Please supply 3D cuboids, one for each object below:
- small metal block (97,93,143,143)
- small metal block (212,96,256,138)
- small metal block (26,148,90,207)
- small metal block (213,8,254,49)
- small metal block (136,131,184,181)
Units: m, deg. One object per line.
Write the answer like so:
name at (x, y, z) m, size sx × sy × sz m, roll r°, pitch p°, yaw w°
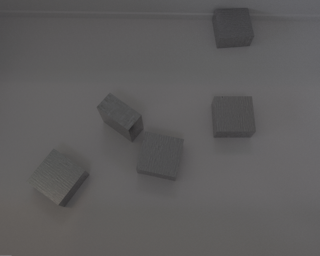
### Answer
small metal block at (-0.050, -0.012, 0.400) m, size 0.050 × 0.050 × 0.025 m, roll 35°, pitch 74°, yaw 12°
small metal block at (0.098, -0.015, 0.415) m, size 0.050 × 0.025 × 0.050 m, roll 0°, pitch 70°, yaw 0°
small metal block at (-0.126, 0.062, 0.386) m, size 0.050 × 0.025 × 0.050 m, roll 32°, pitch 73°, yaw 11°
small metal block at (0.109, -0.149, 0.465) m, size 0.050 × 0.025 × 0.050 m, roll -4°, pitch 70°, yaw -2°
small metal block at (0.001, 0.036, 0.396) m, size 0.050 × 0.025 × 0.050 m, roll 12°, pitch 70°, yaw 4°
